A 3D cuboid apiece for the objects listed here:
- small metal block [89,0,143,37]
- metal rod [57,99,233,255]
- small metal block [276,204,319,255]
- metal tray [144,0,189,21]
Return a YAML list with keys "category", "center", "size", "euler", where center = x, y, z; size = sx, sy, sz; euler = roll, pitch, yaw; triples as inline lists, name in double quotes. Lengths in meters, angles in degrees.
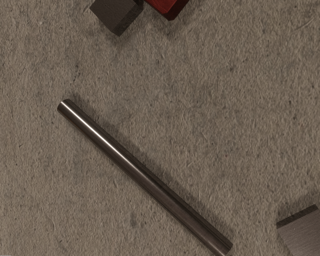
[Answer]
- category: "small metal block"
  center: [-0.061, -0.165, 0.429]
  size: [0.050, 0.025, 0.050]
  euler: [-44, 77, 14]
- category: "metal rod"
  center: [-0.030, 0.059, 0.418]
  size: [0.300, 0.025, 0.025]
  euler: [40, 102, 15]
- category: "small metal block"
  center: [0.169, 0.122, 0.350]
  size: [0.050, 0.025, 0.050]
  euler: [-34, 79, 16]
- category: "metal tray"
  center: [0.020, -0.219, 0.399]
  size: [0.090, 0.030, 0.130]
  euler: [44, 103, 14]
